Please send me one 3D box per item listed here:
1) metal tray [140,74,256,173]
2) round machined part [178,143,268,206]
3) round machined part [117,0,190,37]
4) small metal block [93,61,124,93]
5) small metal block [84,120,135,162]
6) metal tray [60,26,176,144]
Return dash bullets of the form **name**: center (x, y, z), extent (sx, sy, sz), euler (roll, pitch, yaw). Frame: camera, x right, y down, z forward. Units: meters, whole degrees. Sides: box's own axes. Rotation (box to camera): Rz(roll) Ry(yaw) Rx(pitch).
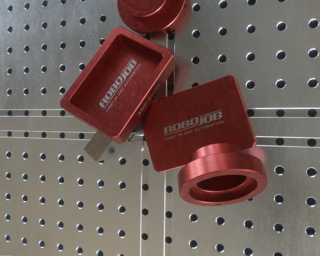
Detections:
- **metal tray**: center (0.045, -0.003, 0.394), extent (0.130, 0.030, 0.090), euler (-18, 84, 19)
- **round machined part**: center (0.069, 0.052, 0.358), extent (0.098, 0.098, 0.042), euler (-18, 53, 19)
- **round machined part**: center (-0.013, -0.174, 0.408), extent (0.098, 0.042, 0.097), euler (0, 90, 20)
- **small metal block**: center (-0.069, -0.064, 0.437), extent (0.050, 0.025, 0.050), euler (33, 101, 17)
- **small metal block**: center (-0.068, 0.017, 0.423), extent (0.025, 0.050, 0.050), euler (42, 103, 15)
- **metal tray**: center (-0.051, -0.057, 0.394), extent (0.090, 0.030, 0.130), euler (30, 78, 16)
